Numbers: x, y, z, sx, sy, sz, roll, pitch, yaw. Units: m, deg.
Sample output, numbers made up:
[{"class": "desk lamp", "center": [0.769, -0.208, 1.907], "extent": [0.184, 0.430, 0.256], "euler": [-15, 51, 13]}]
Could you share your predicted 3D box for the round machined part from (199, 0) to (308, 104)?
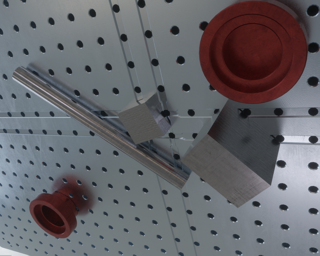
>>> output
[{"class": "round machined part", "center": [0.092, -0.077, 0.304], "extent": [0.098, 0.042, 0.097], "euler": [13, 124, 21]}]

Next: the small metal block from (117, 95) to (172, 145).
[{"class": "small metal block", "center": [-0.021, -0.010, 0.416], "extent": [0.050, 0.025, 0.050], "euler": [-19, 109, 35]}]

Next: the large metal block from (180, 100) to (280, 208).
[{"class": "large metal block", "center": [0.082, 0.027, 0.349], "extent": [0.080, 0.080, 0.050], "euler": [40, 129, 1]}]

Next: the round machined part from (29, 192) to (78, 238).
[{"class": "round machined part", "center": [-0.203, 0.166, 0.610], "extent": [0.098, 0.042, 0.097], "euler": [13, 124, 21]}]

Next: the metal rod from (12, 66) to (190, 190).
[{"class": "metal rod", "center": [-0.090, -0.003, 0.456], "extent": [0.301, 0.025, 0.025], "euler": [33, 129, 6]}]
